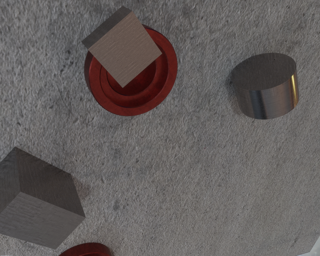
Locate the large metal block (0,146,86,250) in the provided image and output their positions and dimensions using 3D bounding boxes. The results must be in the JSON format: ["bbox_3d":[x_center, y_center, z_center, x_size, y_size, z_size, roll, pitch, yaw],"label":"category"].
[{"bbox_3d":[-0.139,0.077,0.344,0.050,0.080,0.080,-47,130,4],"label":"large metal block"}]

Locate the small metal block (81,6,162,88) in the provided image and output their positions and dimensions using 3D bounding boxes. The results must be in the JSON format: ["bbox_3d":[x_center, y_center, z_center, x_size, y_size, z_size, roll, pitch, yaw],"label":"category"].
[{"bbox_3d":[-0.035,-0.075,0.288,0.050,0.025,0.050,-42,130,0],"label":"small metal block"}]

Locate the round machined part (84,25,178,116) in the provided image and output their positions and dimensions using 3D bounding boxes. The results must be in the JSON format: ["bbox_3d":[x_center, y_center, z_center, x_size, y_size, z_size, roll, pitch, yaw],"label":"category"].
[{"bbox_3d":[-0.034,-0.065,0.338,0.099,0.042,0.097,-14,125,-21],"label":"round machined part"}]

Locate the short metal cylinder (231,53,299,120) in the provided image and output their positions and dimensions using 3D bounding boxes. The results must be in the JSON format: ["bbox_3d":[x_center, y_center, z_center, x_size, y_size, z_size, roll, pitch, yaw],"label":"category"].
[{"bbox_3d":[0.142,-0.057,0.416,0.080,0.080,0.050,-33,129,-7],"label":"short metal cylinder"}]

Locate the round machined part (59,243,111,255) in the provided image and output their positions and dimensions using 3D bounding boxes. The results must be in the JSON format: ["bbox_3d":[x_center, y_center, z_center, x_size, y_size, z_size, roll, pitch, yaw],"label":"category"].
[{"bbox_3d":[-0.117,0.227,0.474,0.099,0.042,0.097,-14,125,-21],"label":"round machined part"}]
